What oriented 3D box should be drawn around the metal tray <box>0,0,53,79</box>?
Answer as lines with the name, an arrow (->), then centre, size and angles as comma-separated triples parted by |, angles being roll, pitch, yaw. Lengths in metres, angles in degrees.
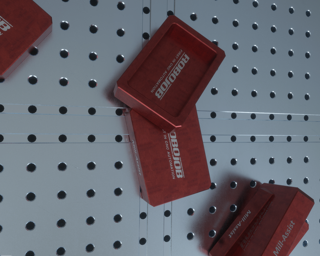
metal tray -> -0.198, -0.128, 0.337 | 0.130, 0.030, 0.090 | 41, 77, -16

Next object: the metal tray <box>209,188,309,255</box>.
metal tray -> 0.146, 0.165, 0.455 | 0.090, 0.030, 0.130 | 42, 84, -17

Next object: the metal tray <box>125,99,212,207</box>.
metal tray -> 0.011, 0.028, 0.414 | 0.091, 0.030, 0.129 | -13, 95, -20

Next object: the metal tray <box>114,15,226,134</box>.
metal tray -> 0.015, -0.070, 0.391 | 0.090, 0.030, 0.130 | 35, 67, -4

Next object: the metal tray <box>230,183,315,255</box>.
metal tray -> 0.145, 0.141, 0.428 | 0.030, 0.090, 0.130 | 37, 78, -7
